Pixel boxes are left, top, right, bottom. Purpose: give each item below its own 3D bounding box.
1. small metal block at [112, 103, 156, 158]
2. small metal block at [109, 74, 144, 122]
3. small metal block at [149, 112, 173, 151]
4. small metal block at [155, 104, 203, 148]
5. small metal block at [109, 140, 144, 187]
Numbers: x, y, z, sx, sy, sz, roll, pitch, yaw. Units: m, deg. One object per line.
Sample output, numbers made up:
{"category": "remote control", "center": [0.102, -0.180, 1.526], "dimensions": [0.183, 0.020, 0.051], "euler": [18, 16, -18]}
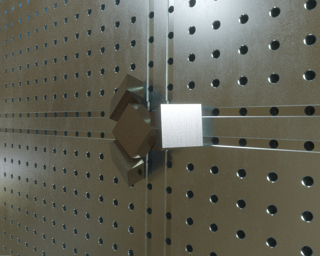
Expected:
{"category": "small metal block", "center": [-0.029, 0.003, 0.402], "dimensions": [0.050, 0.025, 0.050], "euler": [49, 118, 28]}
{"category": "small metal block", "center": [-0.047, -0.040, 0.433], "dimensions": [0.050, 0.025, 0.050], "euler": [-54, 23, 26]}
{"category": "small metal block", "center": [-0.010, 0.003, 0.419], "dimensions": [0.050, 0.025, 0.050], "euler": [2, 94, 40]}
{"category": "small metal block", "center": [0.022, -0.002, 0.372], "dimensions": [0.025, 0.050, 0.050], "euler": [172, 96, -72]}
{"category": "small metal block", "center": [-0.046, 0.046, 0.432], "dimensions": [0.050, 0.025, 0.050], "euler": [53, 158, 27]}
